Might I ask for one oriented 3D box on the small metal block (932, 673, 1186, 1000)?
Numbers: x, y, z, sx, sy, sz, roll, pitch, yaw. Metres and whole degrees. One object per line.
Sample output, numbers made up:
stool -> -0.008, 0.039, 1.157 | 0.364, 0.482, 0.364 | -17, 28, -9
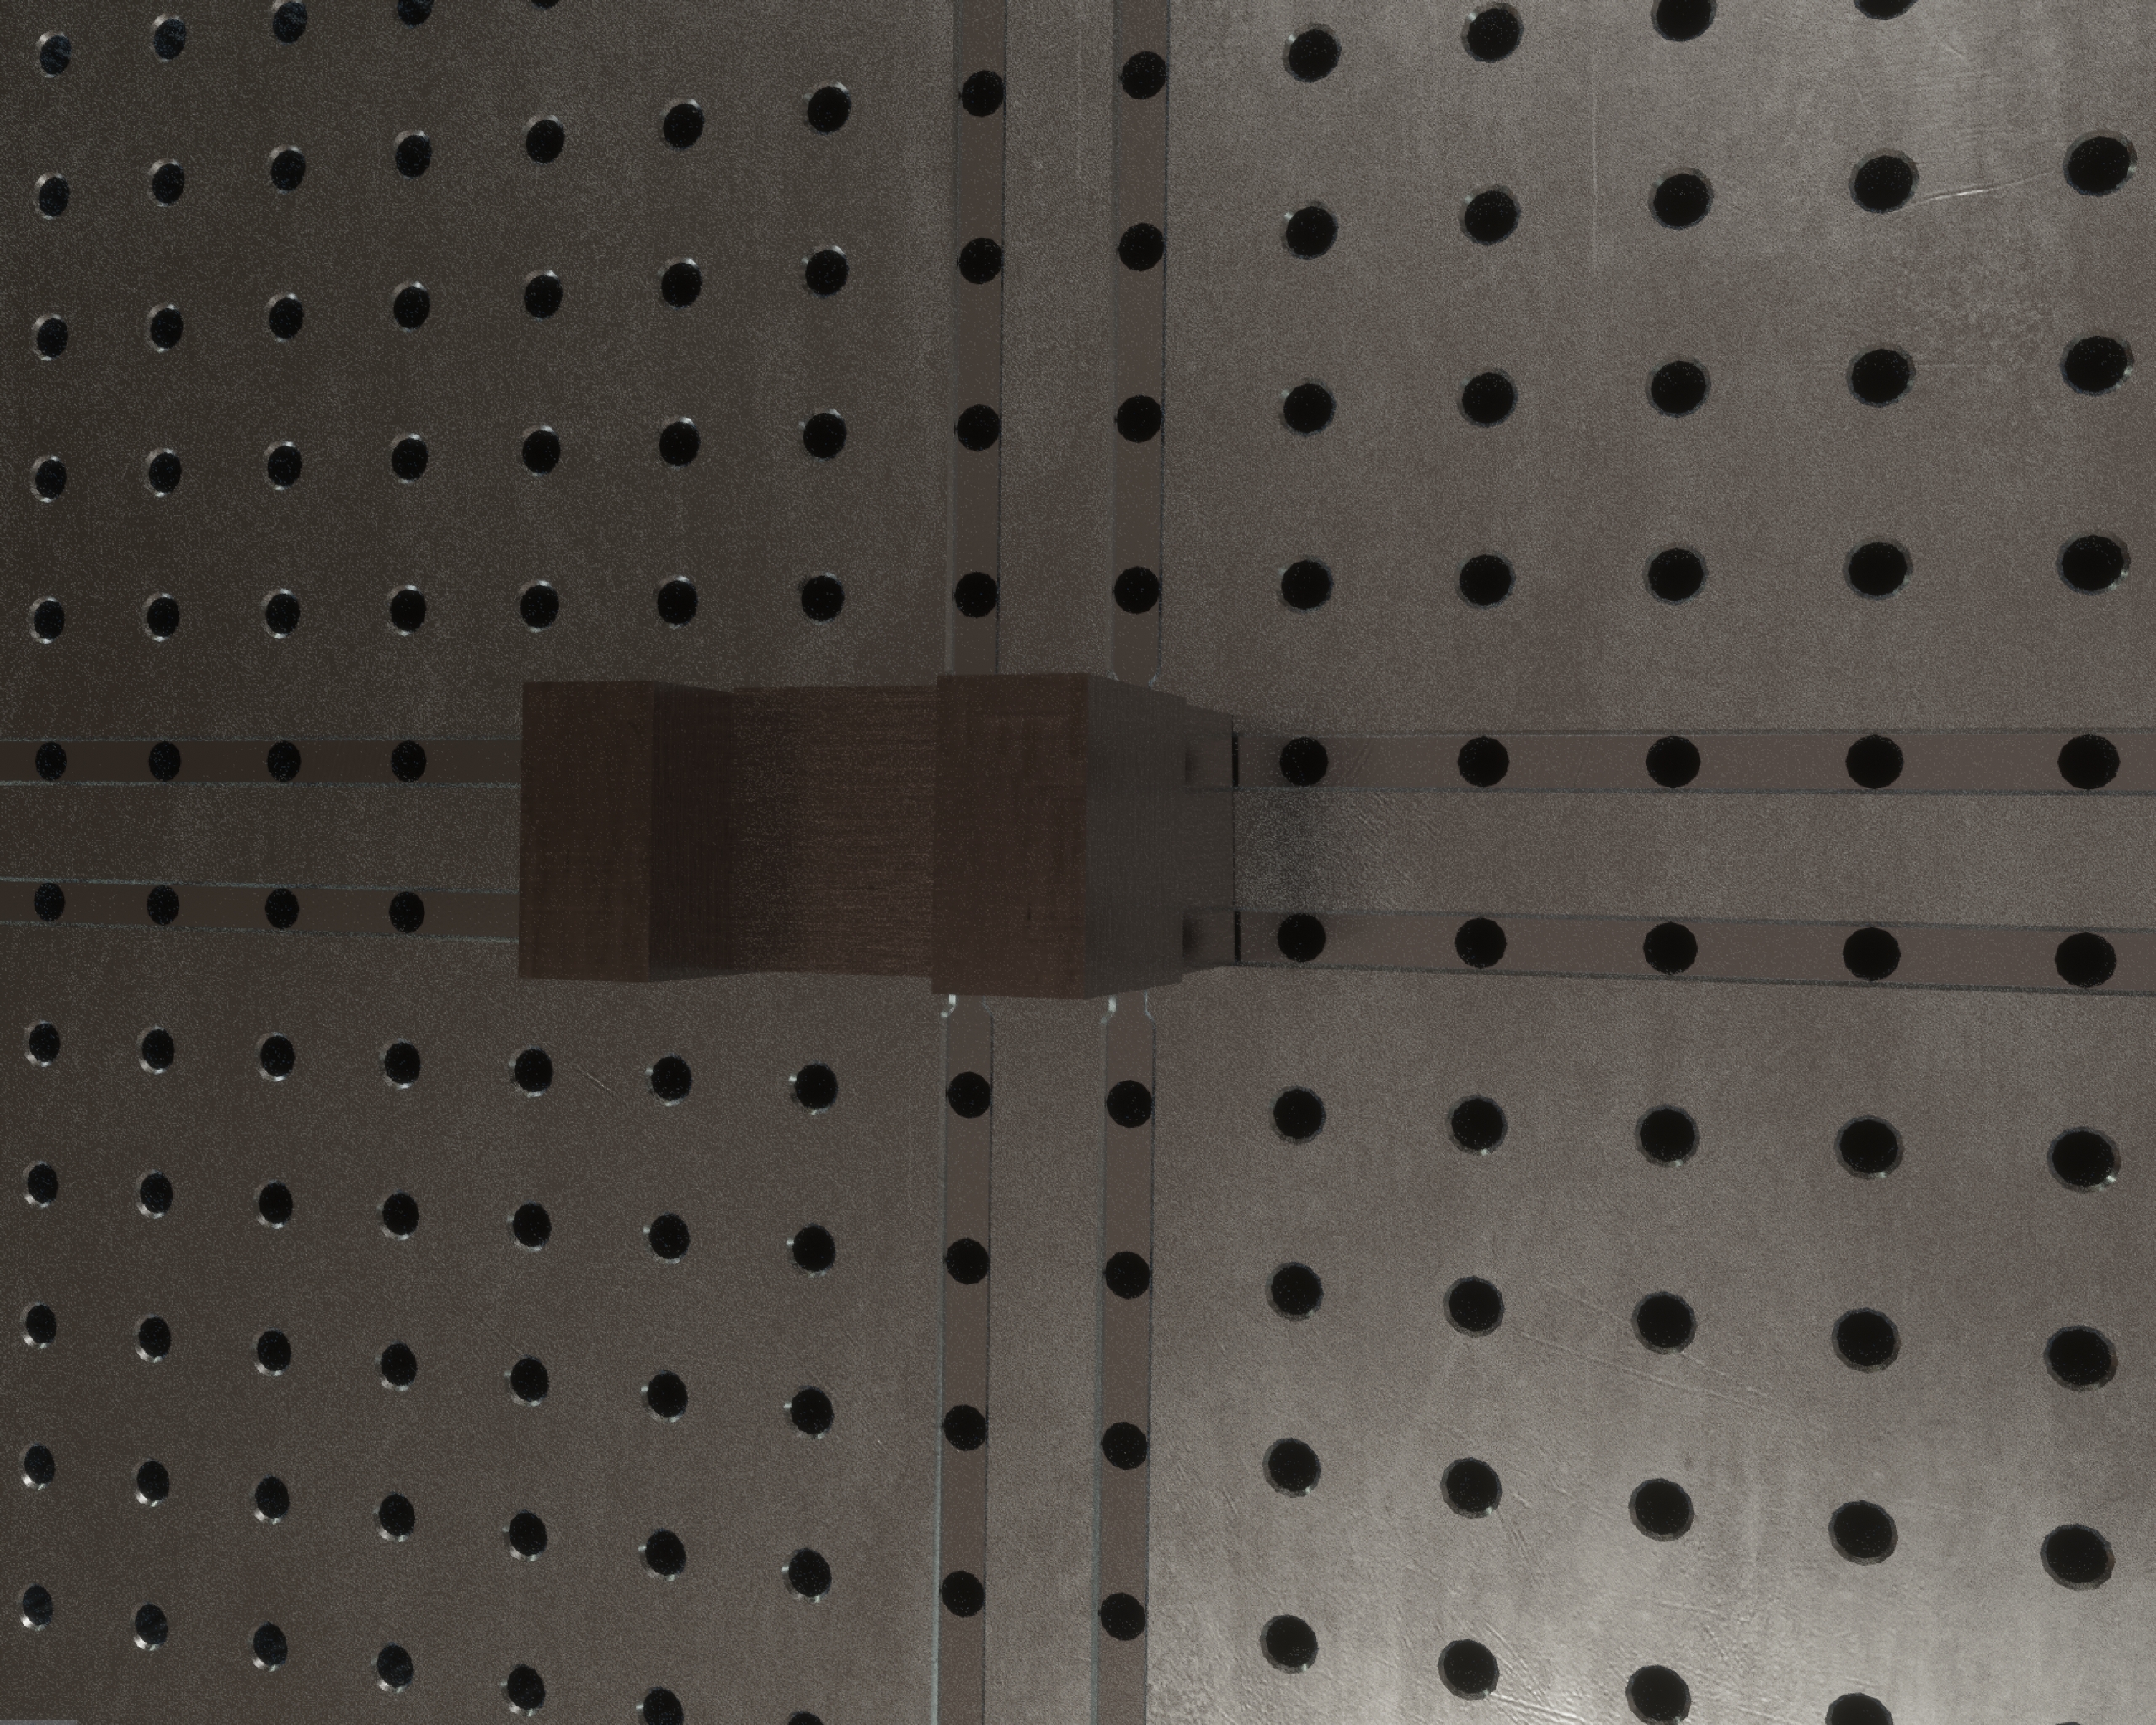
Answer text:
small metal block -> -0.002, -0.004, 0.344 | 0.025, 0.050, 0.050 | 1, 90, 20

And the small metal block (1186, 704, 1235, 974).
small metal block -> 0.011, -0.004, 0.394 | 0.025, 0.050, 0.050 | -1, 90, 20

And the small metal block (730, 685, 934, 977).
small metal block -> -0.033, -0.006, 0.371 | 0.050, 0.025, 0.050 | 1, 90, 19

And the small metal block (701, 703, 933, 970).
small metal block -> -0.051, -0.005, 0.415 | 0.025, 0.050, 0.050 | 1, 90, 20

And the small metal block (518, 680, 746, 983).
small metal block -> -0.073, -0.005, 0.370 | 0.025, 0.050, 0.050 | 1, 90, 20
